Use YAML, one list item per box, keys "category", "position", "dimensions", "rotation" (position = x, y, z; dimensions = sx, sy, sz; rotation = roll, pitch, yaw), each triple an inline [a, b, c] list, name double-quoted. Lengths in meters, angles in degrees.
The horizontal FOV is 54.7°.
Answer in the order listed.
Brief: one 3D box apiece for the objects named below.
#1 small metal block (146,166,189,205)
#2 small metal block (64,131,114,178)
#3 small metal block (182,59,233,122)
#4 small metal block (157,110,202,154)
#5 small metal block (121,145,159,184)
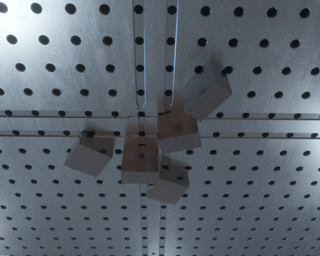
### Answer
- category: "small metal block"
  position: [0.011, 0.092, 0.491]
  dimensions: [0.050, 0.025, 0.050]
  rotation: [19, 128, -16]
- category: "small metal block"
  position: [-0.101, 0.039, 0.443]
  dimensions: [0.050, 0.025, 0.050]
  rotation: [27, 125, -22]
- category: "small metal block"
  position: [0.053, -0.044, 0.359]
  dimensions: [0.025, 0.050, 0.050]
  rotation: [31, 123, -24]
- category: "small metal block"
  position: [0.024, 0.003, 0.398]
  dimensions: [0.050, 0.050, 0.025]
  rotation: [-12, 129, 9]
- category: "small metal block"
  position: [-0.028, 0.052, 0.439]
  dimensions: [0.050, 0.050, 0.025]
  rotation: [2, 130, -2]
